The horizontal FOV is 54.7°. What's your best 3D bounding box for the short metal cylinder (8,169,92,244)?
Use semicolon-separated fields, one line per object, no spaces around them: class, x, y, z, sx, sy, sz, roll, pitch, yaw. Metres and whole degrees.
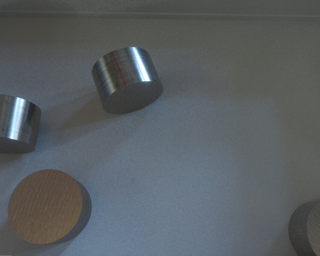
short metal cylinder;-0.125;0.092;0.361;0.081;0.050;0.080;0;70;0

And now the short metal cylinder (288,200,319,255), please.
short metal cylinder;0.197;0.121;0.355;0.081;0.050;0.080;0;70;0

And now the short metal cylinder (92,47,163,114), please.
short metal cylinder;-0.042;-0.059;0.402;0.081;0.080;0.050;-19;72;-7

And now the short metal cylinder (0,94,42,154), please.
short metal cylinder;-0.192;-0.003;0.379;0.081;0.080;0.050;2;70;0
